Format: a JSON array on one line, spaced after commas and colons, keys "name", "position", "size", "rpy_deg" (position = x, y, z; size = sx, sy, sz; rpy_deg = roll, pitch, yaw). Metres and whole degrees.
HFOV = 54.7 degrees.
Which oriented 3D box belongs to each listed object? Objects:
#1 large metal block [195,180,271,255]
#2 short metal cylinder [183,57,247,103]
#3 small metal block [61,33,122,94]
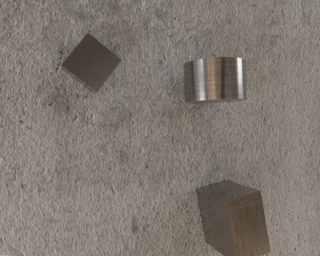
[{"name": "large metal block", "position": [0.095, 0.121, 0.415], "size": [0.050, 0.080, 0.080], "rpy_deg": [-12, 94, -20]}, {"name": "short metal cylinder", "position": [0.072, -0.060, 0.406], "size": [0.081, 0.080, 0.050], "rpy_deg": [-3, 91, -20]}, {"name": "small metal block", "position": [-0.084, -0.078, 0.378], "size": [0.050, 0.025, 0.050], "rpy_deg": [38, 78, -16]}]
